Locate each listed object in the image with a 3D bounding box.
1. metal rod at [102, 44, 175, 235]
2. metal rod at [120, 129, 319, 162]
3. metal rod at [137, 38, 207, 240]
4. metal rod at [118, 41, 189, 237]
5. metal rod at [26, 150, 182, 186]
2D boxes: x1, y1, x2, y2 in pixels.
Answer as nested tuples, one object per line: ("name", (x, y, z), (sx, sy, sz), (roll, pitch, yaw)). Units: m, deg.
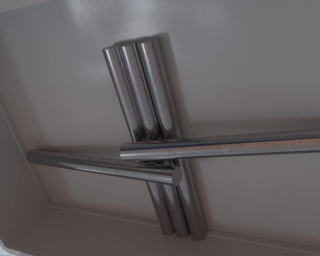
("metal rod", (-0.022, 0.032, 0.437), (0.025, 0.025, 0.298), (-2, 118, 28))
("metal rod", (0.092, 0.019, 0.347), (0.301, 0.025, 0.025), (-5, 116, 23))
("metal rod", (0.023, 0.031, 0.413), (0.025, 0.025, 0.298), (-2, 118, 28))
("metal rod", (0.000, 0.032, 0.425), (0.025, 0.025, 0.298), (-2, 118, 28))
("metal rod", (-0.104, 0.056, 0.473), (0.300, 0.025, 0.025), (2, 120, 33))
